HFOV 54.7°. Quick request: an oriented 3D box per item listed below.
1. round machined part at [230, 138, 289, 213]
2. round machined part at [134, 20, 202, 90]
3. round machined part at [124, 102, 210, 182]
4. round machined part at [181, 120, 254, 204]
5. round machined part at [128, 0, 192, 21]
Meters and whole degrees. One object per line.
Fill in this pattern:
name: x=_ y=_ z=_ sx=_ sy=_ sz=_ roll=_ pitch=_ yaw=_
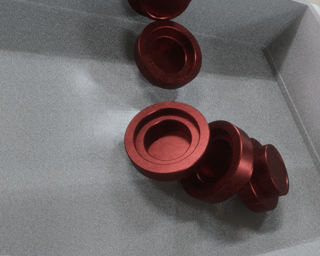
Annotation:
round machined part: x=0.136 y=0.059 z=0.409 sx=0.098 sy=0.042 sz=0.098 roll=30 pitch=49 yaw=-41
round machined part: x=0.008 y=-0.102 z=0.450 sx=0.099 sy=0.042 sz=0.098 roll=6 pitch=76 yaw=-24
round machined part: x=0.011 y=0.019 z=0.370 sx=0.098 sy=0.042 sz=0.098 roll=-5 pitch=56 yaw=7
round machined part: x=0.072 y=0.043 z=0.374 sx=0.042 sy=0.098 sz=0.098 roll=28 pitch=51 yaw=-30
round machined part: x=0.004 y=-0.185 z=0.421 sx=0.099 sy=0.097 sz=0.042 roll=1 pitch=62 yaw=-28
